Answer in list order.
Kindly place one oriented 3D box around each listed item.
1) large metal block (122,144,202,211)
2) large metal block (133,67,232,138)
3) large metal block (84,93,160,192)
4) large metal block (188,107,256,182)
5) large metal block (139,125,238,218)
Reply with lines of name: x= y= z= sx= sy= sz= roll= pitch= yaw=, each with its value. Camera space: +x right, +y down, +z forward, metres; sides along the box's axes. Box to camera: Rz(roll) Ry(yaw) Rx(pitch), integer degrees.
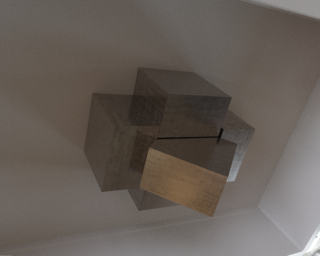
large metal block: x=-0.001 y=0.057 z=0.406 sx=0.081 sy=0.080 sz=0.050 roll=0 pitch=119 yaw=-28
large metal block: x=0.022 y=-0.031 z=0.364 sx=0.081 sy=0.080 sz=0.050 roll=0 pitch=119 yaw=-28
large metal block: x=-0.048 y=0.014 z=0.355 sx=0.050 sy=0.080 sz=0.079 roll=0 pitch=119 yaw=-29
large metal block: x=0.070 y=0.018 z=0.418 sx=0.050 sy=0.080 sz=0.079 roll=0 pitch=119 yaw=-29
large metal block: x=0.034 y=0.041 z=0.342 sx=0.080 sy=0.080 sz=0.050 roll=-46 pitch=153 yaw=-62
